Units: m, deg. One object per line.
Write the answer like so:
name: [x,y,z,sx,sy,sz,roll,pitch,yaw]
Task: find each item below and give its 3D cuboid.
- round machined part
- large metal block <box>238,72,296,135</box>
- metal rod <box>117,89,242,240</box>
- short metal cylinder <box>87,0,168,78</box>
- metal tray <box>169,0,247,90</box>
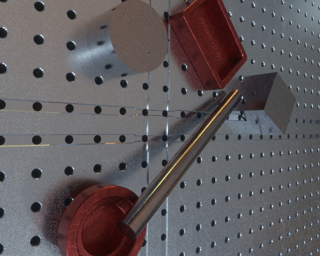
round machined part: [-0.066,0.110,0.345,0.099,0.042,0.097,0,90,-40]
large metal block: [0.195,-0.042,0.560,0.080,0.050,0.080,40,66,-33]
metal rod: [0.045,0.026,0.418,0.302,0.025,0.025,-45,118,-41]
short metal cylinder: [-0.037,-0.102,0.363,0.081,0.050,0.079,0,90,-40]
metal tray: [0.078,-0.134,0.473,0.090,0.030,0.130,-49,119,-29]
